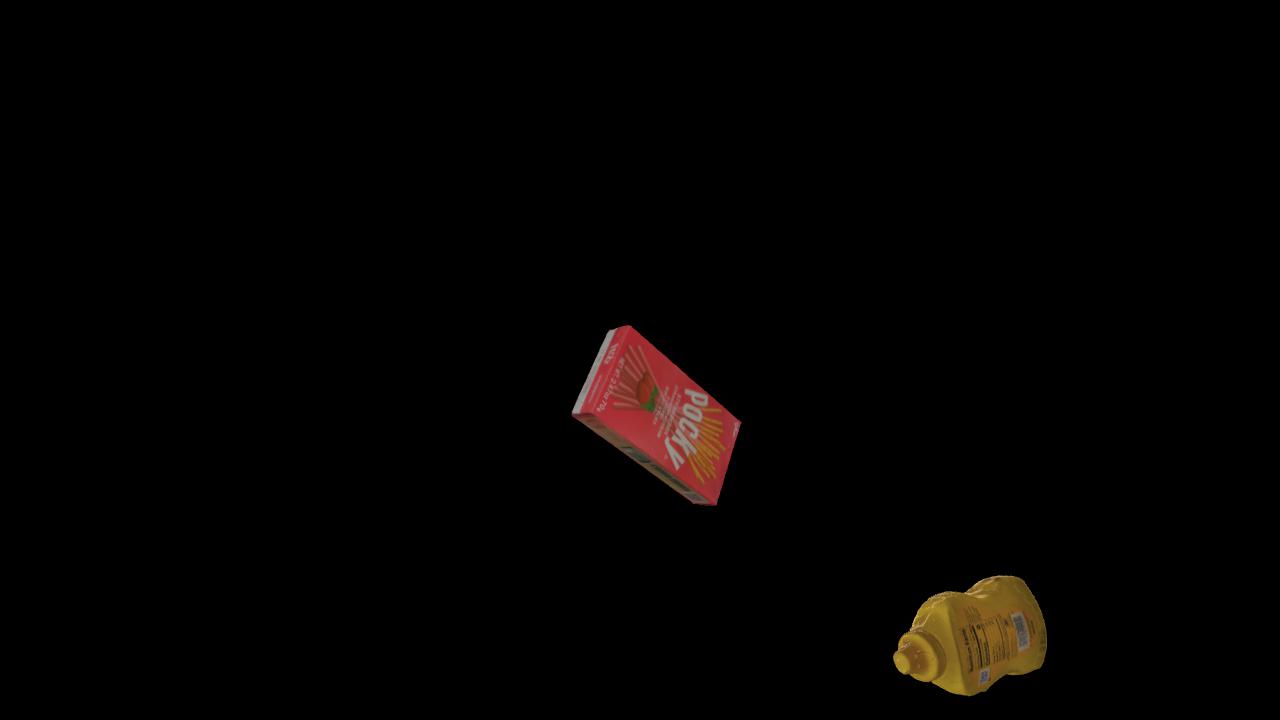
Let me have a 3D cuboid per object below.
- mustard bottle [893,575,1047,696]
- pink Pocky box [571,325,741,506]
[{"bbox_3d":[0.309,0.266,0.585,0.184,0.092,0.054,-1,-7,-29],"label":"mustard bottle"},{"bbox_3d":[0.020,0.049,0.509,0.029,0.084,0.155,-12,-44,47],"label":"pink Pocky box"}]
